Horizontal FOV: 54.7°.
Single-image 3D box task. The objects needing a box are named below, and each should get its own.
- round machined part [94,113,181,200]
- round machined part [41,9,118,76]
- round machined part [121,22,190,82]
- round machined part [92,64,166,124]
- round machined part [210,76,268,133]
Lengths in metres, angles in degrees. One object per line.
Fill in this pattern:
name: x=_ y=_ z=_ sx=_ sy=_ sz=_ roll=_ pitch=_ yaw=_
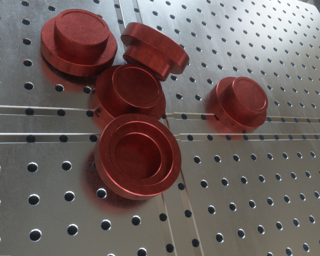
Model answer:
round machined part: x=-0.028 y=0.035 z=0.360 sx=0.099 sy=0.042 sz=0.098 roll=13 pitch=60 yaw=-22
round machined part: x=-0.104 y=-0.118 z=0.407 sx=0.099 sy=0.042 sz=0.098 roll=12 pitch=52 yaw=-16
round machined part: x=-0.012 y=-0.099 z=0.430 sx=0.098 sy=0.098 sz=0.042 roll=29 pitch=87 yaw=-10
round machined part: x=-0.036 y=-0.045 z=0.407 sx=0.099 sy=0.042 sz=0.098 roll=14 pitch=56 yaw=-21
round machined part: x=0.133 y=-0.044 z=0.498 sx=0.099 sy=0.042 sz=0.098 roll=14 pitch=56 yaw=-21
